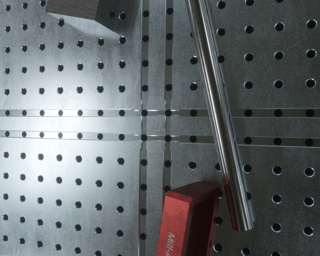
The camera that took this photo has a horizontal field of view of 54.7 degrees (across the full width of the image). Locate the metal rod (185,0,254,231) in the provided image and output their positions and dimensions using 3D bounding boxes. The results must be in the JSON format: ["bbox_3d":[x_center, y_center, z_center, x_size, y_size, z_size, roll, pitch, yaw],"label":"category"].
[{"bbox_3d":[0.072,-0.025,0.386,0.025,0.025,0.298,-12,86,19],"label":"metal rod"}]

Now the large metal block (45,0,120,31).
[{"bbox_3d":[-0.103,-0.188,0.434,0.080,0.050,0.079,16,95,19],"label":"large metal block"}]

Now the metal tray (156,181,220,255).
[{"bbox_3d":[0.032,0.134,0.364,0.030,0.090,0.129,11,94,30],"label":"metal tray"}]
